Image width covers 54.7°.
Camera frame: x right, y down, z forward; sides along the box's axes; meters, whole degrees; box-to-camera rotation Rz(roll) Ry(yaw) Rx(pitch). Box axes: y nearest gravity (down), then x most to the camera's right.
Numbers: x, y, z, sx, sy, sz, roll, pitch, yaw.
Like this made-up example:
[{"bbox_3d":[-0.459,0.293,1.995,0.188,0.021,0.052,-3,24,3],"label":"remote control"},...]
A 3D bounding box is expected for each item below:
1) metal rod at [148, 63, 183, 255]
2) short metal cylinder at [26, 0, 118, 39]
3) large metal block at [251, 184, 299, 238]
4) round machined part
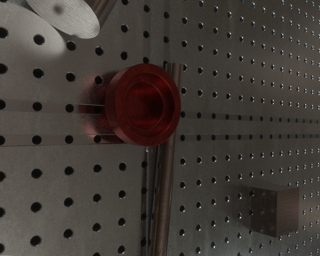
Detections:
[{"bbox_3d":[0.006,0.062,0.416,0.025,0.025,0.298,9,84,-40],"label":"metal rod"},{"bbox_3d":[-0.085,-0.134,0.303,0.080,0.080,0.050,36,68,-35],"label":"short metal cylinder"},{"bbox_3d":[0.216,0.151,0.578,0.081,0.050,0.080,4,88,-40],"label":"large metal block"},{"bbox_3d":[-0.024,-0.027,0.379,0.099,0.042,0.097,0,89,-39],"label":"round machined part"}]
